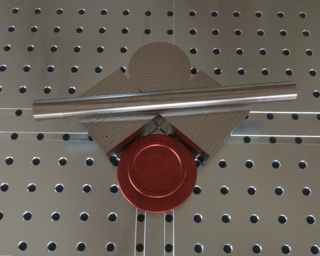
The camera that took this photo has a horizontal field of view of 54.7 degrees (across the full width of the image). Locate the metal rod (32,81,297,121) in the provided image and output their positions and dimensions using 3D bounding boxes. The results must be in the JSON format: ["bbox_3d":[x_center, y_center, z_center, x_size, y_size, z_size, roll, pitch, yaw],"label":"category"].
[{"bbox_3d":[0.007,-0.032,0.364,0.302,0.025,0.025,-5,70,-1],"label":"metal rod"}]

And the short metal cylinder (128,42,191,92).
[{"bbox_3d":[0.000,-0.068,0.419,0.081,0.050,0.080,0,70,0],"label":"short metal cylinder"}]

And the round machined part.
[{"bbox_3d":[-0.003,0.053,0.379,0.099,0.042,0.098,0,70,0],"label":"round machined part"}]

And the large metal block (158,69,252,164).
[{"bbox_3d":[0.055,-0.013,0.397,0.080,0.050,0.080,40,76,13],"label":"large metal block"}]

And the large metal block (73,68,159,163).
[{"bbox_3d":[-0.058,-0.015,0.399,0.080,0.050,0.080,-38,76,-13],"label":"large metal block"}]
